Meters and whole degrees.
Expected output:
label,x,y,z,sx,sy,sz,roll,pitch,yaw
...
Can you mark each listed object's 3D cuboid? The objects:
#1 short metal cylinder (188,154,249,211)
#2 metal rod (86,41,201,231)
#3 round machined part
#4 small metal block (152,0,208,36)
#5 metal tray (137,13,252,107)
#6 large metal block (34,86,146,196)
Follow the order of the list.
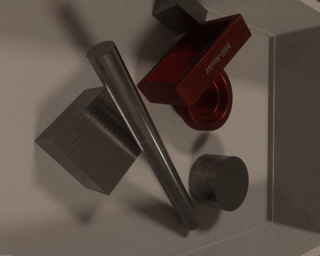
label,x,y,z,sx,sy,sz,roll,pitch,yaw
short metal cylinder,0.089,0.081,0.468,0.081,0.050,0.079,0,90,-40
metal rod,-0.001,0.037,0.351,0.025,0.025,0.299,-53,139,-27
round machined part,0.058,-0.045,0.446,0.099,0.042,0.097,0,90,-41
small metal block,0.027,-0.154,0.414,0.050,0.050,0.025,27,73,-37
metal tray,0.042,-0.085,0.388,0.130,0.090,0.030,-49,120,-18
large metal block,-0.069,0.013,0.334,0.080,0.050,0.080,52,60,-28
